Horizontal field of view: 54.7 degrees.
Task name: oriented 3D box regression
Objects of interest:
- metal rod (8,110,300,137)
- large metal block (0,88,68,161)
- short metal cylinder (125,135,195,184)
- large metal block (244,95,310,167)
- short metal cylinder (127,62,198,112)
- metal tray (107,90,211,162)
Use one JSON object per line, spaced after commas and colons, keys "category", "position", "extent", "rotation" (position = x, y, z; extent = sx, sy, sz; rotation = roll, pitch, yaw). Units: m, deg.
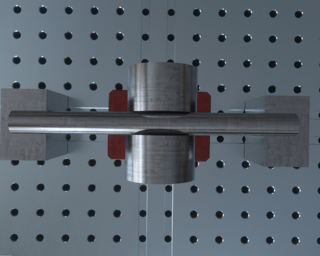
{"category": "metal rod", "position": [-0.006, -0.005, 0.333], "extent": [0.302, 0.025, 0.025], "rotation": [1, 90, 0]}
{"category": "large metal block", "position": [-0.152, -0.004, 0.383], "extent": [0.050, 0.080, 0.080], "rotation": [1, 90, 0]}
{"category": "short metal cylinder", "position": [0.000, 0.032, 0.356], "extent": [0.081, 0.080, 0.050], "rotation": [1, 90, 0]}
{"category": "large metal block", "position": [0.142, 0.003, 0.386], "extent": [0.050, 0.080, 0.080], "rotation": [1, 90, 0]}
{"category": "short metal cylinder", "position": [0.003, -0.043, 0.356], "extent": [0.081, 0.080, 0.050], "rotation": [1, 90, 0]}
{"category": "metal tray", "position": [-0.001, -0.003, 0.411], "extent": [0.131, 0.030, 0.089], "rotation": [1, 90, 0]}
